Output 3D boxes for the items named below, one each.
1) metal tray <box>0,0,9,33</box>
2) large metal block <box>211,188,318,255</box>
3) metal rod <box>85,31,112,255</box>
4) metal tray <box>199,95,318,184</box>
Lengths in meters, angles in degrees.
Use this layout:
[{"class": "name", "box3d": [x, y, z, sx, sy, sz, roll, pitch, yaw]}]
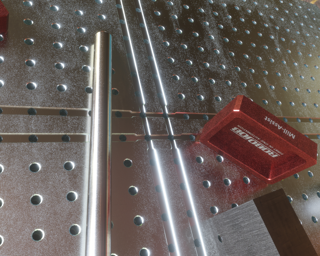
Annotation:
[{"class": "metal tray", "box3d": [-0.257, -0.141, 0.351, 0.131, 0.030, 0.090, -28, 77, -37]}, {"class": "large metal block", "box3d": [0.117, 0.126, 0.359, 0.050, 0.080, 0.080, -9, 67, -32]}, {"class": "metal rod", "box3d": [-0.070, 0.001, 0.369, 0.025, 0.025, 0.299, 9, 58, -23]}, {"class": "metal tray", "box3d": [0.132, 0.021, 0.424, 0.130, 0.090, 0.030, 32, 52, -8]}]
